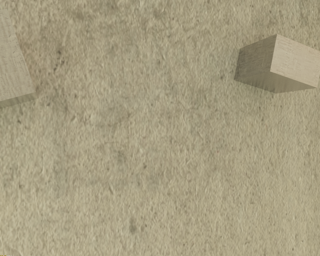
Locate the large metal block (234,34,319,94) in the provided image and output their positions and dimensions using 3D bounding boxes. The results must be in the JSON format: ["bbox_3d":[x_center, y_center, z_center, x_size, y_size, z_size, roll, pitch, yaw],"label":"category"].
[{"bbox_3d":[0.167,-0.087,0.443,0.081,0.080,0.050,13,86,-20],"label":"large metal block"}]

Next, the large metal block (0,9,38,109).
[{"bbox_3d":[-0.166,-0.065,0.319,0.050,0.080,0.080,-19,97,-19],"label":"large metal block"}]
